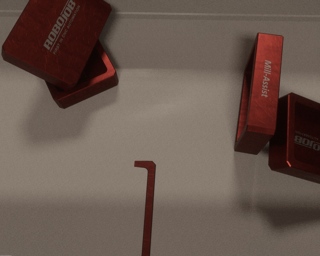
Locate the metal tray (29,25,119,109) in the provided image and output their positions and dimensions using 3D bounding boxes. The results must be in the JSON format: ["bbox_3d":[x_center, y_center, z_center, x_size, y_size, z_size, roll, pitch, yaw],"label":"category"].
[{"bbox_3d":[-0.127,-0.102,0.442,0.091,0.030,0.130,-26,72,-10],"label":"metal tray"}]

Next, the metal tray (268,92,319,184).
[{"bbox_3d":[0.195,0.020,0.376,0.131,0.030,0.090,17,69,-19],"label":"metal tray"}]

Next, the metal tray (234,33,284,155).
[{"bbox_3d":[0.123,-0.040,0.390,0.030,0.090,0.130,10,70,7],"label":"metal tray"}]

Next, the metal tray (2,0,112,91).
[{"bbox_3d":[-0.128,-0.125,0.397,0.090,0.030,0.130,27,70,-22],"label":"metal tray"}]
